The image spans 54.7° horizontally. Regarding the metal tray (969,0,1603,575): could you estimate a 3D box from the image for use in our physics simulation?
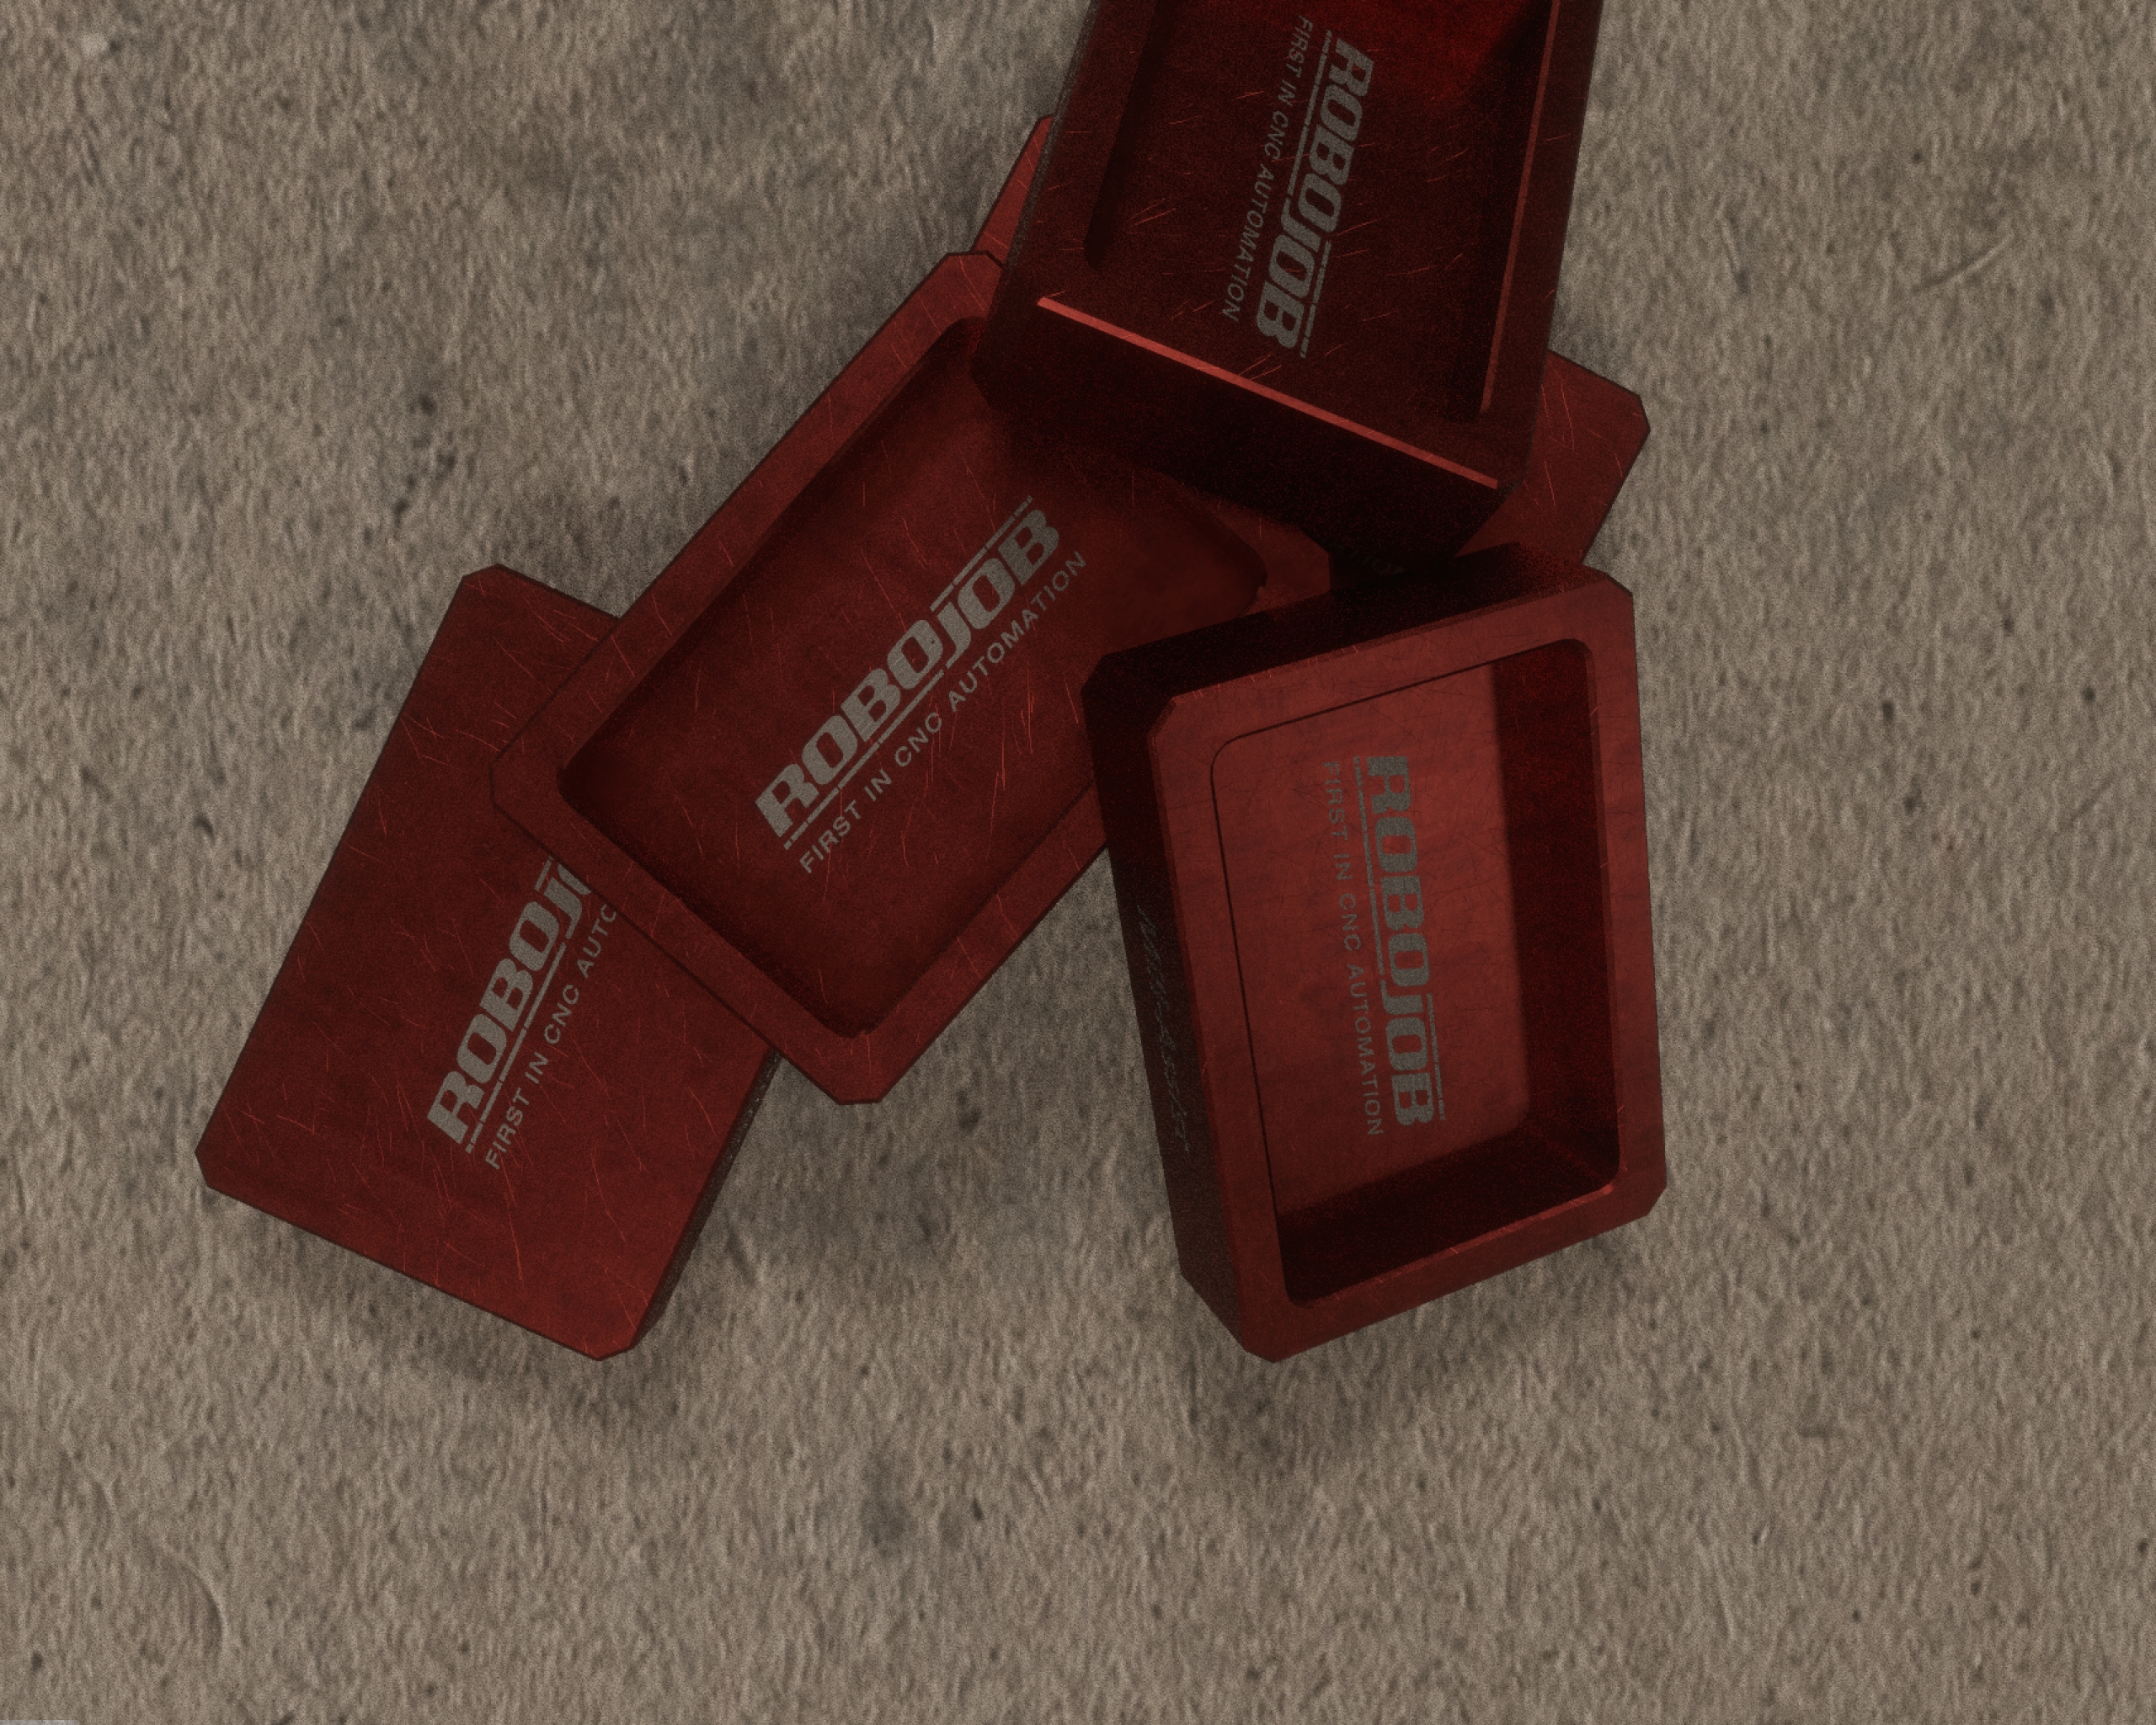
[{"bbox_3d":[0.041,-0.125,0.375,0.091,0.030,0.130,20,62,-10],"label":"metal tray"}]

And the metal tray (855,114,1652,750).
[{"bbox_3d":[0.032,-0.076,0.409,0.131,0.030,0.090,27,90,-1],"label":"metal tray"}]

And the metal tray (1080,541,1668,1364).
[{"bbox_3d":[0.057,0.017,0.375,0.091,0.030,0.129,-17,115,-16],"label":"metal tray"}]

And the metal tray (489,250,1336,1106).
[{"bbox_3d":[-0.029,-0.032,0.378,0.090,0.030,0.130,41,90,-1],"label":"metal tray"}]

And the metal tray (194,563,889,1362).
[{"bbox_3d":[-0.100,0.019,0.407,0.090,0.030,0.129,25,90,-1],"label":"metal tray"}]
